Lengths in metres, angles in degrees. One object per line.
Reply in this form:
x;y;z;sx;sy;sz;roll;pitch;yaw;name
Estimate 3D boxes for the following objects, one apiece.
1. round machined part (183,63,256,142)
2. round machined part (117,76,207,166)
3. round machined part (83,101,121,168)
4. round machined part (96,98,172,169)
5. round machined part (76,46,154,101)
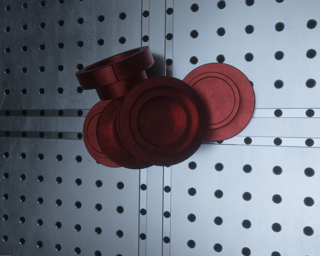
0.066;-0.032;0.380;0.098;0.042;0.097;0;90;19;round machined part
0.000;-0.007;0.352;0.099;0.042;0.097;0;89;-14;round machined part
-0.065;0.006;0.425;0.098;0.042;0.097;0;90;19;round machined part
-0.028;0.003;0.387;0.099;0.042;0.097;1;87;-17;round machined part
-0.053;-0.068;0.397;0.098;0.098;0.042;-13;111;19;round machined part
